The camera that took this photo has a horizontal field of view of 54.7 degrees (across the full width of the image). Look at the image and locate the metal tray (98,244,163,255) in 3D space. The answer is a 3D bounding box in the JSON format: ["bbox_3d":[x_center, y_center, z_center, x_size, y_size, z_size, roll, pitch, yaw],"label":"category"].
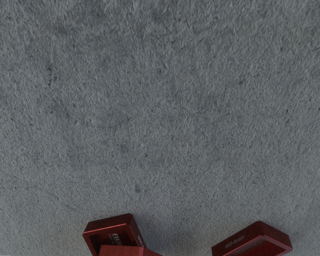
[{"bbox_3d":[-0.043,0.250,0.582,0.090,0.030,0.130,-8,146,26],"label":"metal tray"}]

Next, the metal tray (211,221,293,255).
[{"bbox_3d":[0.177,0.238,0.607,0.090,0.030,0.129,31,124,-24],"label":"metal tray"}]

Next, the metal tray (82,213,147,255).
[{"bbox_3d":[-0.074,0.225,0.567,0.090,0.030,0.129,-16,109,12],"label":"metal tray"}]
